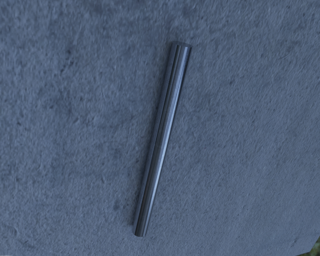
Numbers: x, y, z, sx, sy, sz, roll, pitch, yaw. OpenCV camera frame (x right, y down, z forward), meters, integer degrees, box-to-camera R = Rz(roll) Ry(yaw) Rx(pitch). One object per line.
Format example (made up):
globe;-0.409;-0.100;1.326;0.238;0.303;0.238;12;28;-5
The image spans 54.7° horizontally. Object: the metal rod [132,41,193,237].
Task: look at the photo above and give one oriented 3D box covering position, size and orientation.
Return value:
metal rod;-0.003;0.033;0.427;0.025;0.025;0.298;-2;120;-28
